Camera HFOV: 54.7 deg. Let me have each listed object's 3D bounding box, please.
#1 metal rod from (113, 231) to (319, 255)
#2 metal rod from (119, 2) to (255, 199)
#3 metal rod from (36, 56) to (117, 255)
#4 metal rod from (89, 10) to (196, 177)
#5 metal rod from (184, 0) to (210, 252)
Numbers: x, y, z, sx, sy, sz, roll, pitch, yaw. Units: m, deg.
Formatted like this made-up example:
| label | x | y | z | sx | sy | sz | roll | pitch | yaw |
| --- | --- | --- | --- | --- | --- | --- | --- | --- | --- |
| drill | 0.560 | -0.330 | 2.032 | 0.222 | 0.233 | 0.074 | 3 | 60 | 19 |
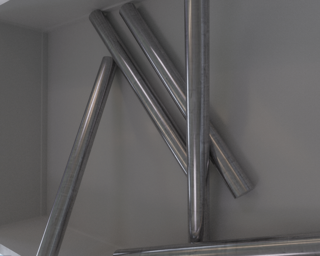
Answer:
| label | x | y | z | sx | sy | sz | roll | pitch | yaw |
| --- | --- | --- | --- | --- | --- | --- | --- | --- | --- |
| metal rod | 0.073 | 0.127 | 0.317 | 0.300 | 0.025 | 0.025 | -17 | 79 | 29 |
| metal rod | 0.022 | -0.050 | 0.388 | 0.025 | 0.025 | 0.299 | -44 | 64 | 31 |
| metal rod | -0.109 | 0.035 | 0.423 | 0.025 | 0.025 | 0.299 | -3 | 65 | 40 |
| metal rod | -0.028 | -0.060 | 0.429 | 0.025 | 0.025 | 0.299 | -47 | 62 | 30 |
| metal rod | 0.041 | 0.018 | 0.338 | 0.025 | 0.025 | 0.298 | 8 | 106 | 40 |
